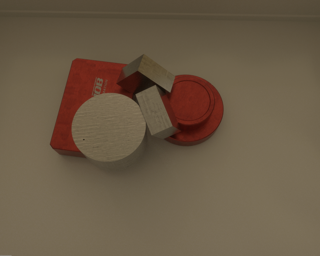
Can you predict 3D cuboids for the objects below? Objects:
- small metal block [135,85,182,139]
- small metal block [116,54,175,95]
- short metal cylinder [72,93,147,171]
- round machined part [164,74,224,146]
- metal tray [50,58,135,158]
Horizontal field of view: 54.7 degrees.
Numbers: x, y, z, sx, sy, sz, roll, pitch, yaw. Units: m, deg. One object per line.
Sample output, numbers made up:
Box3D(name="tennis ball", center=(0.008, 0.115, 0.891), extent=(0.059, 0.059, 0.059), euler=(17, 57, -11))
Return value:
Box3D(name="small metal block", center=(0.000, -0.017, 0.359), extent=(0.025, 0.050, 0.050), euler=(-24, 78, 11))
Box3D(name="small metal block", center=(-0.018, -0.060, 0.389), extent=(0.050, 0.050, 0.025), euler=(31, 62, -28))
Box3D(name="short metal cylinder", center=(-0.056, 0.006, 0.360), extent=(0.081, 0.050, 0.080), euler=(0, 70, 0))
Box3D(name="round machined part", center=(0.035, -0.029, 0.409), extent=(0.099, 0.042, 0.098), euler=(0, 70, -1))
Box3D(name="metal tray", center=(-0.082, -0.025, 0.411), extent=(0.091, 0.030, 0.130), euler=(7, 70, 2))
